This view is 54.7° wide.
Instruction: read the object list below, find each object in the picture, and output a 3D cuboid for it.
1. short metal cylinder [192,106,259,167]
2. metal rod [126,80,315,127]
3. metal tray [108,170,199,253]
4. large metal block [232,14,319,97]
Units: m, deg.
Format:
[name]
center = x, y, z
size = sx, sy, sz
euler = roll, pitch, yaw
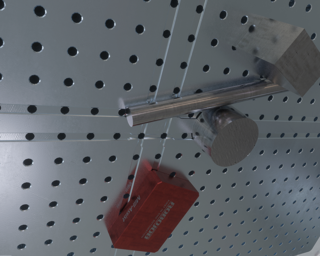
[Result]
[short metal cylinder]
center = 0.095, 0.010, 0.453
size = 0.081, 0.050, 0.079
euler = -14, 124, -21
[metal rod]
center = 0.099, -0.046, 0.437
size = 0.302, 0.025, 0.025
euler = -13, 124, -21
[metal tray]
center = -0.009, 0.135, 0.487
size = 0.090, 0.030, 0.129
euler = 25, 105, -37
[large metal block]
center = 0.155, -0.094, 0.402
size = 0.080, 0.080, 0.050
euler = 31, 101, -38
